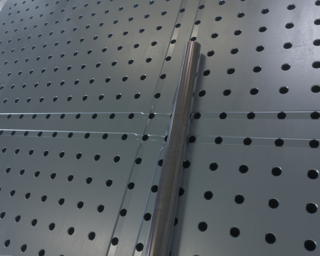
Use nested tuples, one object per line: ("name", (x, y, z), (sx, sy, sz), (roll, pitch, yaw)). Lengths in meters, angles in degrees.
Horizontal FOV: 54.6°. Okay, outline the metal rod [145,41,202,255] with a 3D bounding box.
("metal rod", (0.022, 0.012, 0.389), (0.025, 0.025, 0.300), (-3, 60, 27))
